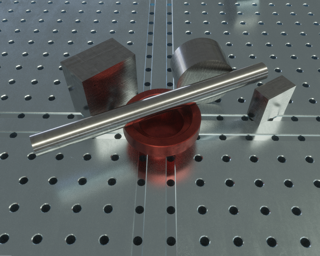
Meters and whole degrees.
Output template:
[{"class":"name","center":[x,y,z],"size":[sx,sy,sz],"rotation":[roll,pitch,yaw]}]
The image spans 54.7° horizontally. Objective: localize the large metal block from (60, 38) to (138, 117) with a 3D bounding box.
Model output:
[{"class":"large metal block","center":[-0.079,-0.063,0.425],"size":[0.080,0.080,0.050],"rotation":[-34,58,-25]}]

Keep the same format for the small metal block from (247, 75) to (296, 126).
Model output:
[{"class":"small metal block","center":[0.151,-0.038,0.424],"size":[0.050,0.050,0.025],"rotation":[-26,55,-20]}]

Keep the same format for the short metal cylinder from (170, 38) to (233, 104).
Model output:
[{"class":"short metal cylinder","center":[0.059,-0.079,0.439],"size":[0.081,0.080,0.050],"rotation":[-7,51,-6]}]

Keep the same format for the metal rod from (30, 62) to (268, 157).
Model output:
[{"class":"metal rod","center":[0.000,-0.029,0.376],"size":[0.302,0.025,0.025],"rotation":[-19,53,-16]}]

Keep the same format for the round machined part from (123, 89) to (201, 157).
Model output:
[{"class":"round machined part","center":[0.002,-0.003,0.399],"size":[0.099,0.042,0.098],"rotation":[0,50,0]}]
